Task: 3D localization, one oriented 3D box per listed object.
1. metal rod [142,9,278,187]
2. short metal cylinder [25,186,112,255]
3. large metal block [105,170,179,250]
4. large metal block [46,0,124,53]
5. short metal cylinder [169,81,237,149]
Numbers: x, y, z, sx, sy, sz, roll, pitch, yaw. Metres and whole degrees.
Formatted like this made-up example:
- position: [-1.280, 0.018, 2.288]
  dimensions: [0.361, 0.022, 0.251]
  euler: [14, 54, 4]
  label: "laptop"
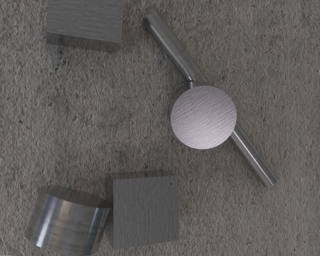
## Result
- position: [0.077, -0.033, 0.437]
  dimensions: [0.025, 0.025, 0.300]
  euler: [-42, 104, -15]
  label: "metal rod"
- position: [-0.099, 0.100, 0.343]
  dimensions: [0.081, 0.080, 0.050]
  euler: [19, 84, -19]
  label: "short metal cylinder"
- position: [-0.023, 0.098, 0.388]
  dimensions: [0.081, 0.050, 0.080]
  euler: [-1, 90, -20]
  label: "large metal block"
- position: [-0.088, -0.139, 0.363]
  dimensions: [0.081, 0.050, 0.080]
  euler: [4, 89, -20]
  label: "large metal block"
- position: [0.053, -0.018, 0.401]
  dimensions: [0.081, 0.050, 0.079]
  euler: [-1, 105, -2]
  label: "short metal cylinder"
